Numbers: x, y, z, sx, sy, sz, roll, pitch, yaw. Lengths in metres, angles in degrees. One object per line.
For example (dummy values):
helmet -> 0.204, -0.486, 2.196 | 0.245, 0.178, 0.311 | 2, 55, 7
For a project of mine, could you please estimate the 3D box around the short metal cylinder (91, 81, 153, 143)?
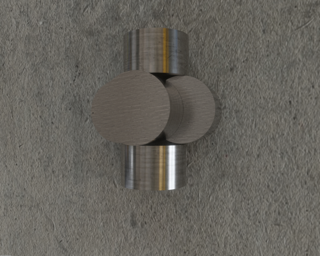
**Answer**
short metal cylinder -> -0.043, -0.021, 0.411 | 0.080, 0.050, 0.079 | 0, 90, 19

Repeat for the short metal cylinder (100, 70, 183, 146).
short metal cylinder -> -0.019, -0.021, 0.349 | 0.080, 0.050, 0.079 | 0, 90, 19

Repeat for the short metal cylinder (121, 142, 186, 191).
short metal cylinder -> -0.008, 0.044, 0.383 | 0.080, 0.080, 0.050 | 0, 90, 19

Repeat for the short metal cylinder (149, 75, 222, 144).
short metal cylinder -> 0.033, -0.022, 0.385 | 0.080, 0.050, 0.079 | 0, 90, 19

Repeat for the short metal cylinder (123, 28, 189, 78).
short metal cylinder -> -0.005, -0.086, 0.382 | 0.080, 0.080, 0.050 | 0, 90, 19
